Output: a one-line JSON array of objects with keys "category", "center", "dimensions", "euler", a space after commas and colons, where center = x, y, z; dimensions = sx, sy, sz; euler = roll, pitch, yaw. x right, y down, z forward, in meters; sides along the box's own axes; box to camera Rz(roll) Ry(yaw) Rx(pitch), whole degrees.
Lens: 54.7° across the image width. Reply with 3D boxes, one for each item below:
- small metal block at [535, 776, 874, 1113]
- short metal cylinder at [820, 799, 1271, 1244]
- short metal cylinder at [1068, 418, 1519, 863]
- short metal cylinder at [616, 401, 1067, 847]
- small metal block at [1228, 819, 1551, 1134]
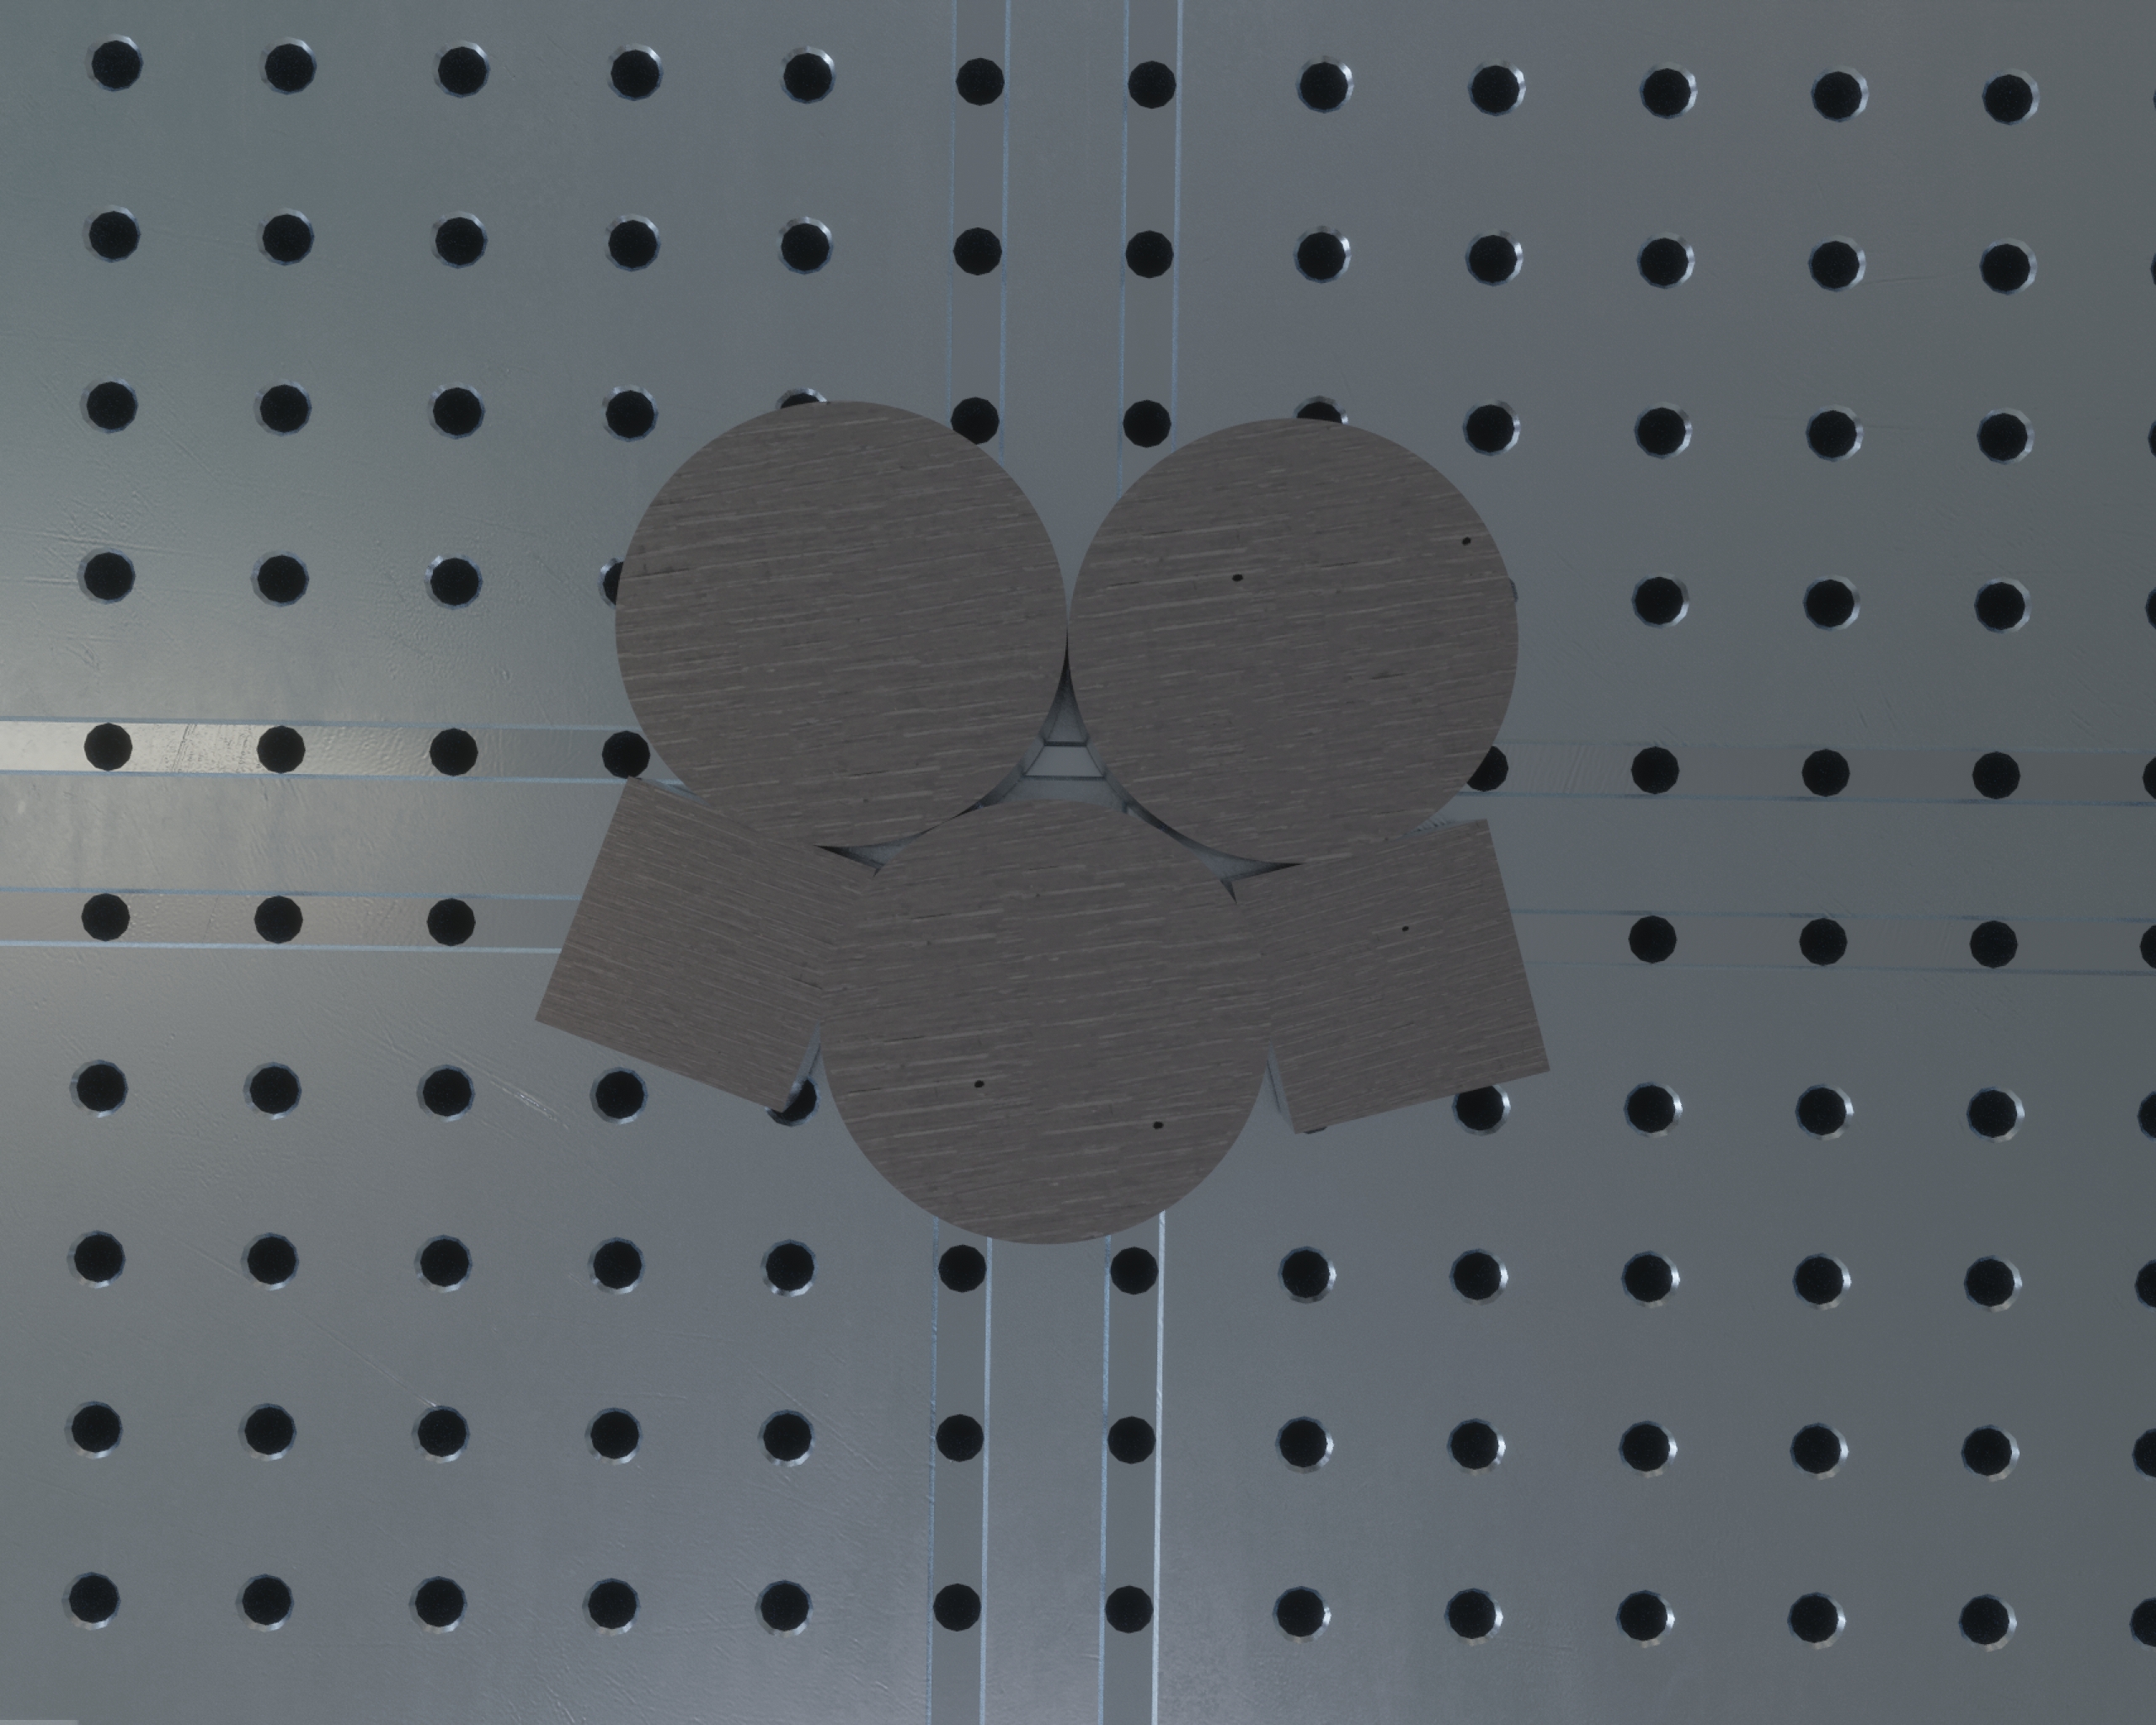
[{"category": "small metal block", "center": [-0.071, 0.016, 0.409], "dimensions": [0.050, 0.025, 0.050], "euler": [21, 90, 0]}, {"category": "short metal cylinder", "center": [-0.006, 0.028, 0.397], "dimensions": [0.081, 0.050, 0.079], "euler": [0, 90, 0]}, {"category": "short metal cylinder", "center": [0.039, -0.040, 0.398], "dimensions": [0.081, 0.050, 0.079], "euler": [0, 90, 0]}, {"category": "short metal cylinder", "center": [-0.042, -0.043, 0.397], "dimensions": [0.081, 0.050, 0.079], "euler": [0, 90, 0]}, {"category": "small metal block", "center": [0.060, 0.022, 0.411], "dimensions": [0.050, 0.025, 0.050], "euler": [-14, 90, 0]}]
